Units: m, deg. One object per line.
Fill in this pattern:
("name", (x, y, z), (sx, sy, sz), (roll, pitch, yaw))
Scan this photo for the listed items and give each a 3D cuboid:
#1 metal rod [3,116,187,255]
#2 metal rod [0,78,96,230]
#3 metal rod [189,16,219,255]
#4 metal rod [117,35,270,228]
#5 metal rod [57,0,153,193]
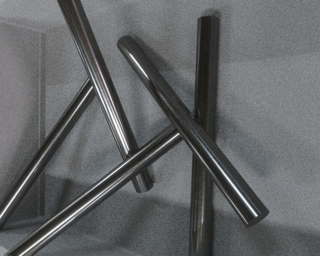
("metal rod", (-0.081, 0.085, 0.394), (0.300, 0.025, 0.025), (-38, 64, 6))
("metal rod", (-0.191, 0.046, 0.508), (0.025, 0.025, 0.299), (41, 98, 32))
("metal rod", (0.051, 0.023, 0.363), (0.025, 0.025, 0.298), (3, 92, 39))
("metal rod", (0.018, -0.020, 0.361), (0.025, 0.025, 0.300), (-54, 51, 26))
("metal rod", (-0.071, -0.053, 0.385), (0.025, 0.025, 0.298), (-7, 110, 39))
